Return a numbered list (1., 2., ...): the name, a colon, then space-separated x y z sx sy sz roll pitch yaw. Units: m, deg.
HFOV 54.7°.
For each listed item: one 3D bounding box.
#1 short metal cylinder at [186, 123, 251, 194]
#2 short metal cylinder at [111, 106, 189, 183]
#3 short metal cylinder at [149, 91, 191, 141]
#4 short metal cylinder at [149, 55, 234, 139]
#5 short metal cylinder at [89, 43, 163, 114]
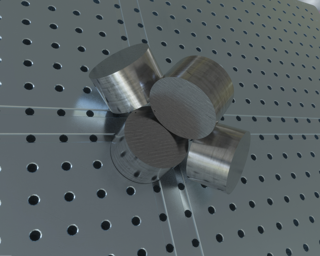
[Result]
1. short metal cylinder: 0.074 0.035 0.384 0.050 0.079 0.080 18 45 27
2. short metal cylinder: -0.013 0.020 0.373 0.081 0.050 0.080 14 56 -21
3. short metal cylinder: 0.030 -0.026 0.425 0.081 0.050 0.080 14 56 -21
4. short metal cylinder: 0.036 -0.034 0.348 0.080 0.080 0.050 41 51 0
5. short metal cylinder: -0.039 -0.062 0.382 0.080 0.080 0.050 -55 129 -39
